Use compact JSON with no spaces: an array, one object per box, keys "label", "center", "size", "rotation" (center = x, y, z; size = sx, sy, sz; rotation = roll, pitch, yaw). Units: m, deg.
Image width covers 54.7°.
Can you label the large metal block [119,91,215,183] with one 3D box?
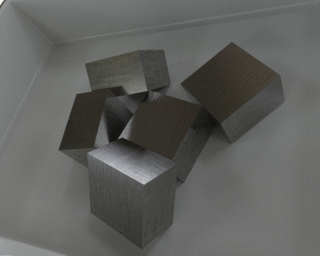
[{"label":"large metal block","center":[0.007,0.008,0.379],"size":[0.080,0.050,0.080],"rotation":[21,73,35]}]

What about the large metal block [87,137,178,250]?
[{"label":"large metal block","center":[-0.031,0.067,0.334],"size":[0.080,0.079,0.050],"rotation":[22,31,34]}]

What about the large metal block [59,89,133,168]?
[{"label":"large metal block","center":[-0.074,0.008,0.401],"size":[0.050,0.080,0.080],"rotation":[-5,59,25]}]

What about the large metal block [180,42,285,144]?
[{"label":"large metal block","center":[0.085,-0.043,0.368],"size":[0.080,0.050,0.080],"rotation":[-39,51,1]}]

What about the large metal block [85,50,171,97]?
[{"label":"large metal block","center":[-0.041,-0.074,0.426],"size":[0.080,0.080,0.050],"rotation":[-8,100,25]}]
